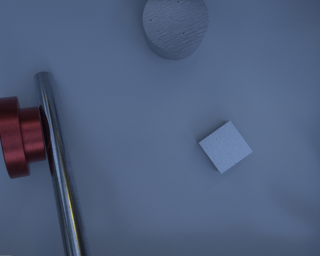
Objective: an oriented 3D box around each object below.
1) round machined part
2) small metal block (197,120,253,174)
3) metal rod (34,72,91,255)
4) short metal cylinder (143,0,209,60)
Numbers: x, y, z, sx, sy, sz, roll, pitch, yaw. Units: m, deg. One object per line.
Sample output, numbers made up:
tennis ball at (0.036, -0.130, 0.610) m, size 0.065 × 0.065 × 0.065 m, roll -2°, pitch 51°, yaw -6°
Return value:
round machined part at (-0.165, 0.010, 0.377) m, size 0.042 × 0.098 × 0.097 m, roll -9°, pitch 90°, yaw -22°
small metal block at (0.085, 0.025, 0.413) m, size 0.050 × 0.025 × 0.050 m, roll -36°, pitch 90°, yaw 0°
metal rod at (-0.108, 0.061, 0.349) m, size 0.025 × 0.025 × 0.299 m, roll -20°, pitch 65°, yaw 0°
short metal cylinder at (0.019, -0.132, 0.399) m, size 0.081 × 0.050 × 0.079 m, roll 0°, pitch 90°, yaw -1°
